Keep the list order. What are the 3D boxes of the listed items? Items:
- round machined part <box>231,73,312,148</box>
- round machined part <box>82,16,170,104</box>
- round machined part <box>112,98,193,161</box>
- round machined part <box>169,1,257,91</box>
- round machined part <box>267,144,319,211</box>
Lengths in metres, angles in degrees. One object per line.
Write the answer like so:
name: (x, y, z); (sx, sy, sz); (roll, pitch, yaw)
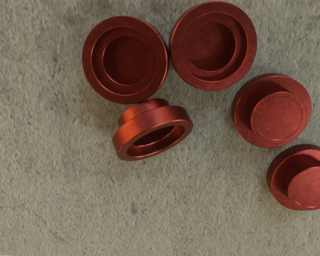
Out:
round machined part: (0.145, -0.018, 0.396); (0.099, 0.042, 0.097); (0, 110, -1)
round machined part: (-0.037, -0.079, 0.365); (0.098, 0.042, 0.097); (2, 106, 9)
round machined part: (-0.012, -0.001, 0.381); (0.098, 0.098, 0.042); (-28, 69, 10)
round machined part: (0.058, -0.095, 0.363); (0.099, 0.042, 0.097); (-2, 110, -6)
round machined part: (0.205, 0.075, 0.431); (0.099, 0.042, 0.097); (0, 110, -1)
